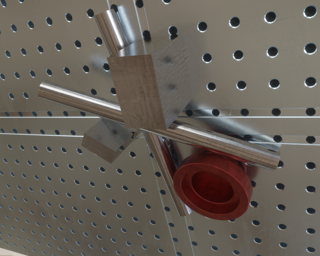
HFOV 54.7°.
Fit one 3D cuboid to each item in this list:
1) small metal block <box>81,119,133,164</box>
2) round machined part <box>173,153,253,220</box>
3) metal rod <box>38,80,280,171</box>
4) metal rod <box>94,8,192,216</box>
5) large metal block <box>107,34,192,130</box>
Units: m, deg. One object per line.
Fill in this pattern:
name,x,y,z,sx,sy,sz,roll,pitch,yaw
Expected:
small metal block,-0.074,0.016,0.443,0.050,0.050,0.025,30,128,8
round machined part,0.070,0.070,0.401,0.098,0.042,0.097,16,131,20
metal rod,-0.007,-0.005,0.381,0.301,0.025,0.025,17,126,7
metal rod,-0.014,-0.005,0.413,0.025,0.025,0.299,-8,115,31
large metal block,-0.006,-0.053,0.345,0.050,0.080,0.079,2,120,27
